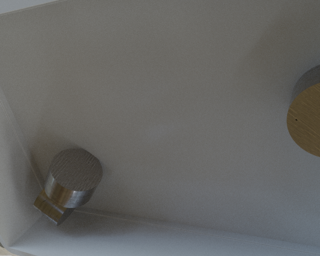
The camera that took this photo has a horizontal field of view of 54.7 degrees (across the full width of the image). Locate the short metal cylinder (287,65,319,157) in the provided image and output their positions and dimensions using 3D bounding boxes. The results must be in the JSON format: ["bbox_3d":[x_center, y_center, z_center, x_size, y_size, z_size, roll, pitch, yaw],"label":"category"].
[{"bbox_3d":[0.166,-0.017,0.294,0.080,0.050,0.079,13,124,21],"label":"short metal cylinder"}]

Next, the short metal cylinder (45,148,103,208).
[{"bbox_3d":[-0.138,0.080,0.495,0.080,0.080,0.050,36,129,4],"label":"short metal cylinder"}]

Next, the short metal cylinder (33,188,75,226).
[{"bbox_3d":[-0.171,0.122,0.539,0.050,0.080,0.079,36,129,4],"label":"short metal cylinder"}]
